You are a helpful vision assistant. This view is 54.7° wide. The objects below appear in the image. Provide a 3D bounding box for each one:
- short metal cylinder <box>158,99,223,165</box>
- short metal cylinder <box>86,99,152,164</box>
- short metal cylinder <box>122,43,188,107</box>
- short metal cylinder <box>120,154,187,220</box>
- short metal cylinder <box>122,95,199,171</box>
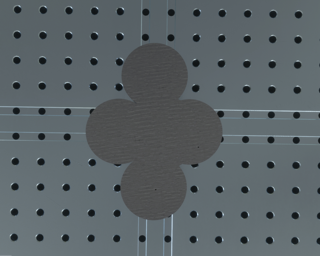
[{"bbox_3d":[0.036,0.005,0.400,0.081,0.050,0.079,0,90,0],"label":"short metal cylinder"},{"bbox_3d":[-0.050,0.004,0.400,0.081,0.050,0.079,0,90,0],"label":"short metal cylinder"},{"bbox_3d":[-0.007,-0.064,0.400,0.081,0.050,0.079,0,90,-1],"label":"short metal cylinder"},{"bbox_3d":[-0.008,0.072,0.400,0.081,0.050,0.080,0,88,-1],"label":"short metal cylinder"},{"bbox_3d":[0.001,0.005,0.350,0.081,0.050,0.079,0,90,0],"label":"short metal cylinder"}]
